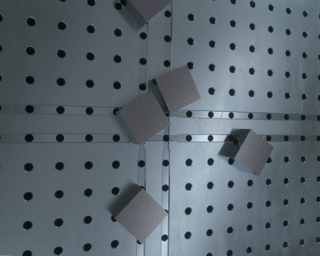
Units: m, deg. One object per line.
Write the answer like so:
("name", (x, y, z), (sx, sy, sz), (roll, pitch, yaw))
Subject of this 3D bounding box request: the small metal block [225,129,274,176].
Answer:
("small metal block", (0.135, 0.036, 0.464), (0.050, 0.025, 0.050), (35, 78, -17))

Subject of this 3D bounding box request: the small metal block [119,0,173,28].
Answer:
("small metal block", (-0.020, -0.170, 0.406), (0.050, 0.025, 0.050), (-45, 104, -15))

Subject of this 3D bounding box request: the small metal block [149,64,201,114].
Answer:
("small metal block", (0.020, -0.052, 0.421), (0.050, 0.025, 0.050), (-27, 99, -18))

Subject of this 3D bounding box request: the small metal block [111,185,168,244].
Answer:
("small metal block", (-0.027, 0.111, 0.404), (0.050, 0.025, 0.050), (-46, 105, -14))

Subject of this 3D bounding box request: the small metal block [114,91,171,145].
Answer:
("small metal block", (-0.023, -0.013, 0.405), (0.050, 0.025, 0.050), (-34, 101, -17))
